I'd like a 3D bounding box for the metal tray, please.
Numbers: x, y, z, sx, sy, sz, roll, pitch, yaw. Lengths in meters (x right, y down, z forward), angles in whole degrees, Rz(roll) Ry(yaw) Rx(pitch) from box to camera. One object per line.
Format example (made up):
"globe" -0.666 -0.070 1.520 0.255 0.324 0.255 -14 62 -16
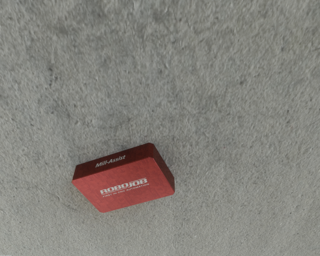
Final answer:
"metal tray" -0.053 0.079 0.470 0.130 0.030 0.090 -18 128 14
